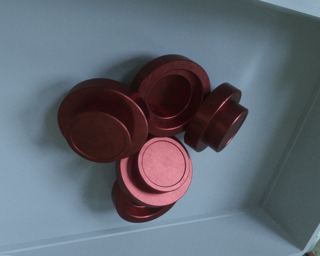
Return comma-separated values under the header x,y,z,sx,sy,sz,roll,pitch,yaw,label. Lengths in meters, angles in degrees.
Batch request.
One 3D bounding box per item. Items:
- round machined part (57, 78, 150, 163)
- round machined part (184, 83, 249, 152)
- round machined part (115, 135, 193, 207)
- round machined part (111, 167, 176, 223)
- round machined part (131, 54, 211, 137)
x,y,z,sx,sy,sz,roll,pitch,yaw,label
-0.062,-0.001,0.333,0.099,0.042,0.097,3,126,4,round machined part
0.078,-0.007,0.405,0.098,0.042,0.098,-44,158,-23,round machined part
-0.002,0.048,0.387,0.099,0.098,0.042,-6,166,-25,round machined part
-0.021,0.082,0.434,0.099,0.042,0.097,-14,124,-21,round machined part
0.008,-0.041,0.373,0.099,0.042,0.097,-14,124,-21,round machined part
